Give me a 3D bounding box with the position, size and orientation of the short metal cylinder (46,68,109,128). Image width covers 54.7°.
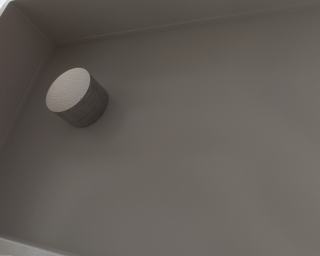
[{"bbox_3d":[-0.128,-0.047,0.483,0.080,0.050,0.080,-13,56,20],"label":"short metal cylinder"}]
